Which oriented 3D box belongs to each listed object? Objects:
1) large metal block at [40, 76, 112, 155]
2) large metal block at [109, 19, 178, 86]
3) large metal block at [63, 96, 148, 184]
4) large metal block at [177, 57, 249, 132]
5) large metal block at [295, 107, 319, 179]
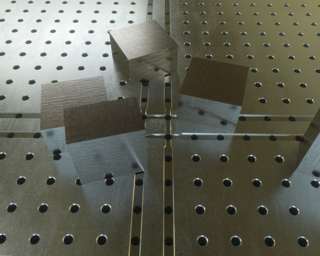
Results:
[{"bbox_3d":[-0.107,-0.018,0.405,0.081,0.050,0.080,-10,51,-9],"label":"large metal block"},{"bbox_3d":[-0.026,-0.122,0.493,0.081,0.050,0.080,-21,53,-17],"label":"large metal block"},{"bbox_3d":[-0.060,0.016,0.358,0.081,0.080,0.050,-11,51,-9],"label":"large metal block"},{"bbox_3d":[0.074,-0.049,0.433,0.080,0.050,0.080,13,51,10],"label":"large metal block"},{"bbox_3d":[0.213,0.022,0.356,0.080,0.080,0.050,18,52,14],"label":"large metal block"}]
